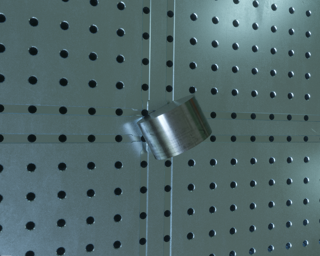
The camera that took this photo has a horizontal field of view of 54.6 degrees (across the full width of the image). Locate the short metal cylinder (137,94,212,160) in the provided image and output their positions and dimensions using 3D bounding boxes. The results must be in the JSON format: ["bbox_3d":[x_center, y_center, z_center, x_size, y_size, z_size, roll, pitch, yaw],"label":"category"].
[{"bbox_3d":[0.018,-0.002,0.389,0.080,0.080,0.050,-30,99,-18],"label":"short metal cylinder"}]
